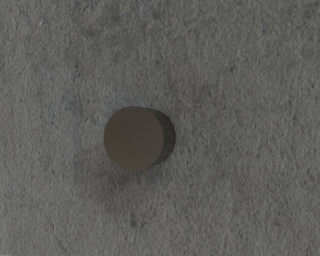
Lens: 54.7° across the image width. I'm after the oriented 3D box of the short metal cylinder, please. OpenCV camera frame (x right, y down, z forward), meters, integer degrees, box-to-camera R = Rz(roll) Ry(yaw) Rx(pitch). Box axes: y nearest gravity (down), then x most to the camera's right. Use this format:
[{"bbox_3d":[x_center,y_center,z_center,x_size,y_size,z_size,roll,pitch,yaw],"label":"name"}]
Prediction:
[{"bbox_3d":[-0.025,0.013,0.404,0.080,0.050,0.079,0,90,19],"label":"short metal cylinder"}]
